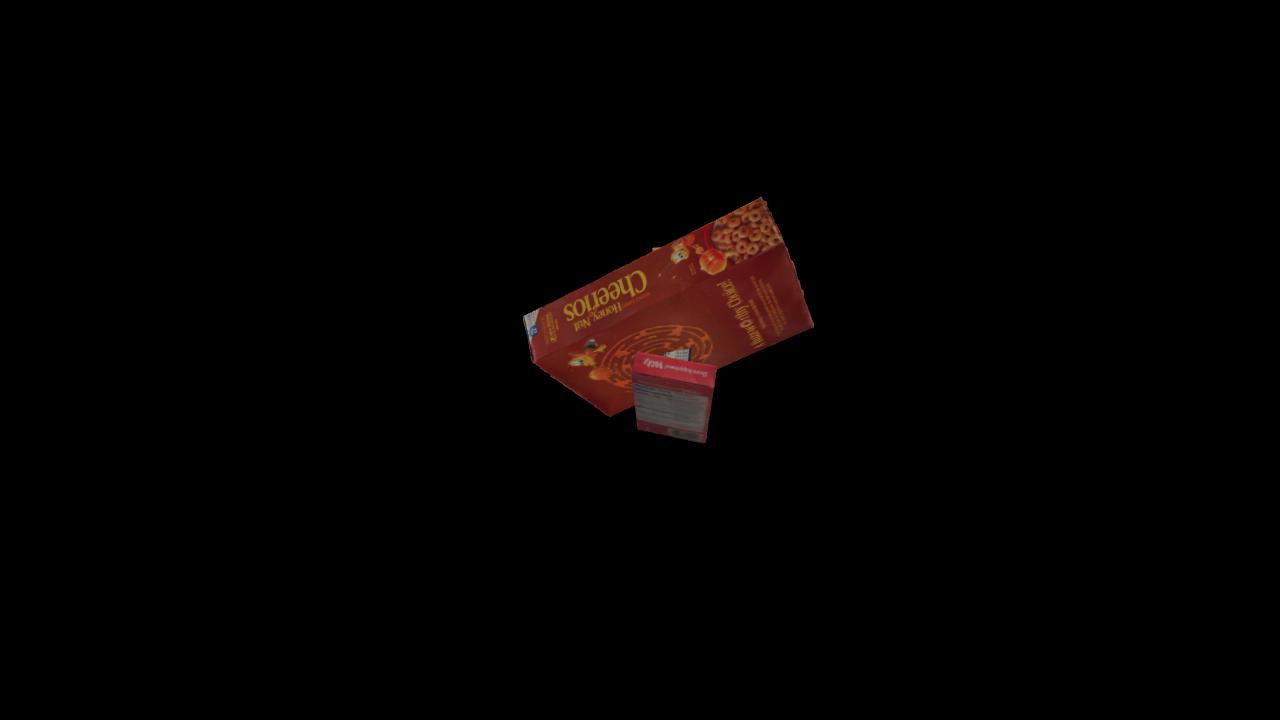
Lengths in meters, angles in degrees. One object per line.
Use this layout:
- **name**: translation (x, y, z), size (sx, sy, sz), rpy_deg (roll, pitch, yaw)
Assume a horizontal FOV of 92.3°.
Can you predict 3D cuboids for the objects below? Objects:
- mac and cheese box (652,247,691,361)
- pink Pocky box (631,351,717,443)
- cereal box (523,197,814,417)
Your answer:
- **mac and cheese box**: translation (0.035, -0.038, 0.761), size (0.041, 0.184, 0.093), rpy_deg (-3, 28, -13)
- **pink Pocky box**: translation (0.036, 0.044, 0.669), size (0.084, 0.029, 0.155), rpy_deg (10, -27, 8)
- **cereal box**: translation (0.041, -0.047, 0.745), size (0.306, 0.081, 0.203), rpy_deg (-24, -31, 14)
